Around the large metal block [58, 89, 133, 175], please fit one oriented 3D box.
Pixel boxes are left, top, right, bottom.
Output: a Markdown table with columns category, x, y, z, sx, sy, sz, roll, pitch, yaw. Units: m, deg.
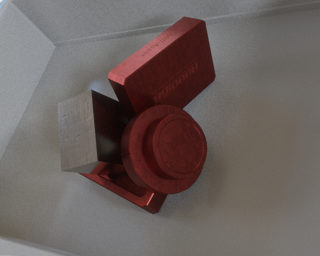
| category | x | y | z | sx | sy | sz | roll | pitch | yaw |
| --- | --- | --- | --- | --- | --- | --- | --- | --- | --- |
| large metal block | -0.071 | 0.010 | 0.368 | 0.050 | 0.080 | 0.080 | -17 | 71 | 25 |

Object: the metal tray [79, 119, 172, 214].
| category | x | y | z | sx | sy | sz | roll | pitch | yaw |
| --- | --- | --- | --- | --- | --- | --- | --- | --- | --- |
| metal tray | -0.039 | 0.040 | 0.394 | 0.130 | 0.030 | 0.090 | 19 | 71 | 35 |

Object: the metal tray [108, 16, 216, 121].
| category | x | y | z | sx | sy | sz | roll | pitch | yaw |
| --- | --- | --- | --- | --- | --- | --- | --- | --- | --- |
| metal tray | 0.009 | -0.062 | 0.374 | 0.131 | 0.090 | 0.030 | -42 | 46 | -21 |

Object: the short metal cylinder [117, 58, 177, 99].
| category | x | y | z | sx | sy | sz | roll | pitch | yaw |
| --- | --- | --- | --- | --- | --- | --- | --- | --- | --- |
| short metal cylinder | -0.014 | -0.067 | 0.416 | 0.080 | 0.050 | 0.080 | -24 | 28 | 14 |

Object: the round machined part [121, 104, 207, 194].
| category | x | y | z | sx | sy | sz | roll | pitch | yaw |
| --- | --- | --- | --- | --- | --- | --- | --- | --- | --- |
| round machined part | 0.011 | 0.021 | 0.332 | 0.042 | 0.098 | 0.098 | -17 | 49 | 56 |
